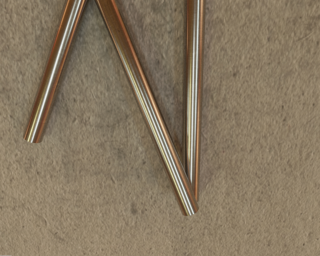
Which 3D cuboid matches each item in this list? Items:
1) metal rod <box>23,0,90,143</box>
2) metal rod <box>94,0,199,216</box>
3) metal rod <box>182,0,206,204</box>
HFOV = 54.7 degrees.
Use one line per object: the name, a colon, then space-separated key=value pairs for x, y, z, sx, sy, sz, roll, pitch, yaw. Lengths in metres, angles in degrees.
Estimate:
metal rod: x=-0.109 y=-0.115 z=0.365 sx=0.025 sy=0.025 sz=0.298 roll=22 pitch=108 yaw=-9
metal rod: x=-0.012 y=-0.022 z=0.387 sx=0.025 sy=0.025 sz=0.298 roll=-20 pitch=104 yaw=7
metal rod: x=0.042 y=-0.037 z=0.396 sx=0.025 sy=0.025 sz=0.298 roll=-1 pitch=110 yaw=0
